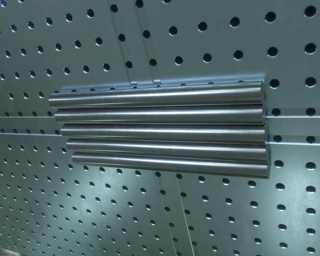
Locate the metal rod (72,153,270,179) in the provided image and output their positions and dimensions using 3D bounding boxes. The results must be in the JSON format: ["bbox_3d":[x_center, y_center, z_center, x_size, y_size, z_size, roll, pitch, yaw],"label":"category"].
[{"bbox_3d":[-0.003,0.048,0.441,0.300,0.025,0.025,0,119,27],"label":"metal rod"}]

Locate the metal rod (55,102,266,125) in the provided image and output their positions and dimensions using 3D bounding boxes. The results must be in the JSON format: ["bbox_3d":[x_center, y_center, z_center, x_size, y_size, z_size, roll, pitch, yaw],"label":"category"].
[{"bbox_3d":[-0.019,-0.017,0.409,0.301,0.025,0.025,1,119,27],"label":"metal rod"}]

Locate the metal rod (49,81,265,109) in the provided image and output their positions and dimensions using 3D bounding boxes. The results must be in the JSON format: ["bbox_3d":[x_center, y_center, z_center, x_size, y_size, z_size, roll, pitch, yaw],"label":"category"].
[{"bbox_3d":[-0.024,-0.039,0.398,0.301,0.025,0.025,1,119,27],"label":"metal rod"}]

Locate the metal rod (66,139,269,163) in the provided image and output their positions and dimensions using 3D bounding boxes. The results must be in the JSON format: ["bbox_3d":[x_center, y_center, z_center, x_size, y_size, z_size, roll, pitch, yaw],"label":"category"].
[{"bbox_3d":[-0.008,0.027,0.431,0.301,0.025,0.025,1,119,27],"label":"metal rod"}]

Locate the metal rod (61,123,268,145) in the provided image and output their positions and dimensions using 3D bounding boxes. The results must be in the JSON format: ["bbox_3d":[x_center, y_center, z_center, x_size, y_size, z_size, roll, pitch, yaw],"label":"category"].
[{"bbox_3d":[-0.013,0.005,0.420,0.301,0.025,0.025,1,119,27],"label":"metal rod"}]
